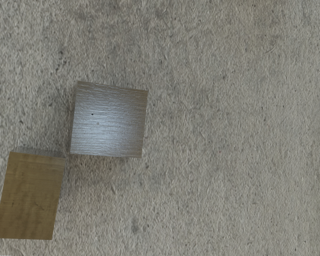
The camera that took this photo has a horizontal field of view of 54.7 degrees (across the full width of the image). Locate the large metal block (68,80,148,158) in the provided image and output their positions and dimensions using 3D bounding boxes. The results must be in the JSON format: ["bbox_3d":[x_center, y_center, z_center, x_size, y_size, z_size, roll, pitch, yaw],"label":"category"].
[{"bbox_3d":[-0.064,-0.008,0.372,0.081,0.050,0.080,6,88,-20],"label":"large metal block"}]

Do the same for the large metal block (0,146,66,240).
[{"bbox_3d":[-0.135,0.065,0.330,0.050,0.080,0.080,10,87,-20],"label":"large metal block"}]
